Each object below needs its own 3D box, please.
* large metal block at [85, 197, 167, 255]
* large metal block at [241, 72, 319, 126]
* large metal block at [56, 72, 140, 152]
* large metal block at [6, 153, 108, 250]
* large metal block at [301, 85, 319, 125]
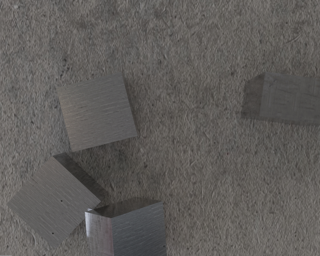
[{"bbox_3d":[-0.039,0.135,0.376,0.050,0.081,0.080,-4,90,44],"label":"large metal block"},{"bbox_3d":[0.153,-0.033,0.383,0.080,0.080,0.050,8,90,0],"label":"large metal block"},{"bbox_3d":[-0.076,-0.020,0.397,0.080,0.050,0.080,-14,90,0],"label":"large metal block"},{"bbox_3d":[-0.128,0.090,0.396,0.080,0.050,0.080,43,90,0],"label":"large metal block"},{"bbox_3d":[0.237,-0.040,0.384,0.050,0.080,0.080,36,90,0],"label":"large metal block"}]
